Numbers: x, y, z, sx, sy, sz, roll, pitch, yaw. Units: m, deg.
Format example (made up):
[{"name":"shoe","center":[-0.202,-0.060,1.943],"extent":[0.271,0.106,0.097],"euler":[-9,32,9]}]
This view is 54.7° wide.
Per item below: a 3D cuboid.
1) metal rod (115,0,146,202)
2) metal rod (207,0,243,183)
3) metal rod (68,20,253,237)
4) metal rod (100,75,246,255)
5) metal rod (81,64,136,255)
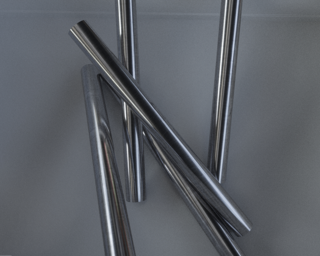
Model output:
[{"name":"metal rod","center":[-0.037,-0.061,0.372],"extent":[0.025,0.025,0.298],"euler":[-3,93,-2]},{"name":"metal rod","center":[0.081,-0.082,0.375],"extent":[0.025,0.025,0.298],"euler":[4,95,1]},{"name":"metal rod","center":[0.005,0.005,0.353],"extent":[0.025,0.025,0.300],"euler":[-41,96,-13]},{"name":"metal rod","center":[0.008,0.038,0.395],"extent":[0.025,0.025,0.299],"euler":[-32,73,-11]},{"name":"metal rod","center":[-0.063,0.023,0.337],"extent":[0.025,0.025,0.300],"euler":[-15,47,-6]}]
